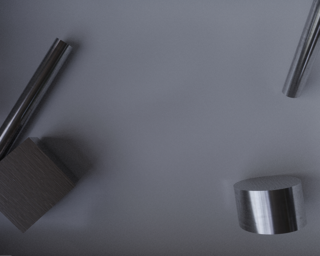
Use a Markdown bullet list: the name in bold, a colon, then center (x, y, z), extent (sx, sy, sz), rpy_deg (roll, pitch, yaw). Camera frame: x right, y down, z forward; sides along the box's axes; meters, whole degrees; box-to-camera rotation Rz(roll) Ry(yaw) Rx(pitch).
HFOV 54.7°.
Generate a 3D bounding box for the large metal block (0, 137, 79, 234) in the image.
- **large metal block**: center (-0.162, 0.068, 0.387), extent (0.080, 0.050, 0.080), rpy_deg (-43, 96, -9)

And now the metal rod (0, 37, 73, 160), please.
- **metal rod**: center (-0.204, 0.015, 0.408), extent (0.025, 0.025, 0.299), rpy_deg (32, 90, -1)

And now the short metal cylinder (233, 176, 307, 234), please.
- **short metal cylinder**: center (0.136, 0.093, 0.386), extent (0.081, 0.080, 0.050), rpy_deg (-8, 90, 0)

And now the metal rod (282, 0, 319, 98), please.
- **metal rod**: center (0.178, -0.155, 0.314), extent (0.025, 0.025, 0.298), rpy_deg (0, 134, 0)
